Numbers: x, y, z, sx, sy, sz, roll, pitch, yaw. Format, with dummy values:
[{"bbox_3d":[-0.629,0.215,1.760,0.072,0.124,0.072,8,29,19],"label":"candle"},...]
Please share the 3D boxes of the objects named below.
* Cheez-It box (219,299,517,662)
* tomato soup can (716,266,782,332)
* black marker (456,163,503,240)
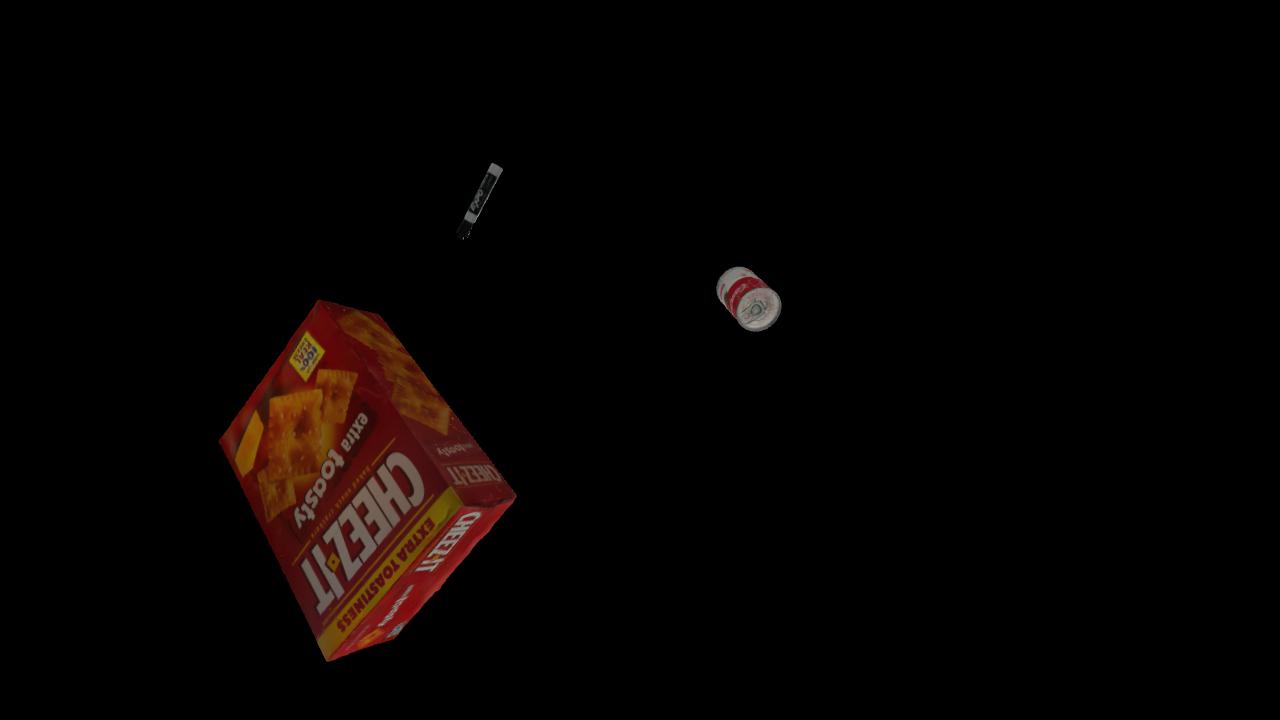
[{"bbox_3d":[-0.224,0.087,0.487,0.223,0.166,0.071,46,13,23],"label":"Cheez-It box"},{"bbox_3d":[0.158,-0.093,0.909,0.068,0.068,0.101,0,27,-12],"label":"tomato soup can"},{"bbox_3d":[-0.239,-0.234,0.911,0.020,0.121,0.020,28,3,-2],"label":"black marker"}]
